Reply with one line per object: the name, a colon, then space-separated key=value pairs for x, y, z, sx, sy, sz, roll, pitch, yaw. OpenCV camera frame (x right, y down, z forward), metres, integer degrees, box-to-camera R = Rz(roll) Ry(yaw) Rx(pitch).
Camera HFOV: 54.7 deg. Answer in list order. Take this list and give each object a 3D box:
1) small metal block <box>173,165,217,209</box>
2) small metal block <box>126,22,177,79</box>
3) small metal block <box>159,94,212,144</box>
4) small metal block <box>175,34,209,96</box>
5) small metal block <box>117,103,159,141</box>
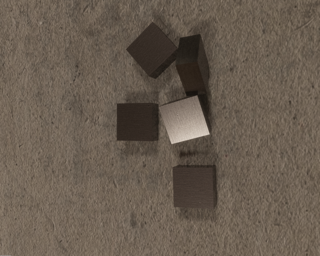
small metal block: x=0.045 y=0.073 z=0.393 sx=0.050 sy=0.025 sz=0.050 roll=-2 pitch=89 yaw=19
small metal block: x=-0.008 y=-0.102 z=0.411 sx=0.050 sy=0.025 sz=0.050 roll=-43 pitch=77 yaw=14
small metal block: x=0.033 y=-0.012 z=0.391 sx=0.050 sy=0.025 sz=0.050 roll=-16 pitch=99 yaw=19
small metal block: x=0.040 y=-0.075 z=0.370 sx=0.025 sy=0.050 sz=0.050 roll=-5 pitch=50 yaw=20
small metal block: x=-0.030 y=-0.008 z=0.419 sx=0.050 sy=0.025 sz=0.050 roll=0 pitch=90 yaw=19
